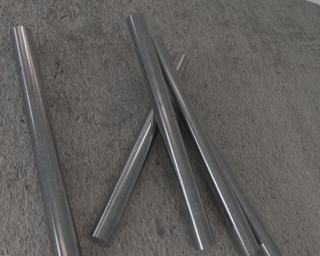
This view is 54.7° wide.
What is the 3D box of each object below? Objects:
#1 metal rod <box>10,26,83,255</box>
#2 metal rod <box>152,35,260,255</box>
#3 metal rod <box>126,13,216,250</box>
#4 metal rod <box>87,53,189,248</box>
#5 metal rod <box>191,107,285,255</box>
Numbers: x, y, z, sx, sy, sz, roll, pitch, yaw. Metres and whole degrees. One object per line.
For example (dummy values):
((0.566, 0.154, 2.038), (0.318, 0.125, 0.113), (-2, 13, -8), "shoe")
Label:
((-0.123, 0.014, 0.328), (0.025, 0.025, 0.299), (-7, 65, -31), "metal rod")
((0.050, 0.014, 0.399), (0.025, 0.025, 0.299), (-16, 77, -34), "metal rod")
((0.009, -0.006, 0.381), (0.025, 0.025, 0.299), (-9, 76, -32), "metal rod")
((-0.013, 0.002, 0.395), (0.025, 0.025, 0.300), (30, 52, -9), "metal rod")
((0.108, 0.102, 0.399), (0.025, 0.025, 0.299), (-18, 72, -35), "metal rod")
